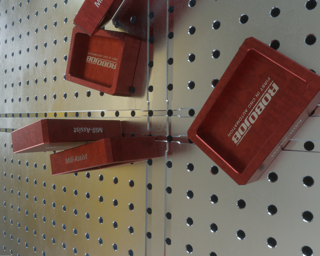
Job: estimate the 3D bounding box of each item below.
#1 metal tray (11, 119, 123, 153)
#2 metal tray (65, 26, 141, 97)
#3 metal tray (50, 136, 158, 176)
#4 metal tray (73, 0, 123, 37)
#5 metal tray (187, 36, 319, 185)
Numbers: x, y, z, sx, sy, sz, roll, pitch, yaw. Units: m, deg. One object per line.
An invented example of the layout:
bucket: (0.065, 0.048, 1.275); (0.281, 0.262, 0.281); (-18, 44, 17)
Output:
metal tray: (-0.131, 0.012, 0.450); (0.090, 0.131, 0.030); (-15, 81, 39)
metal tray: (-0.093, -0.106, 0.484); (0.130, 0.030, 0.089); (21, 103, 38)
metal tray: (-0.079, 0.039, 0.433); (0.130, 0.091, 0.030); (-16, 80, 39)
metal tray: (-0.060, -0.194, 0.420); (0.030, 0.090, 0.129); (36, 121, -13)
metal tray: (0.096, -0.016, 0.327); (0.090, 0.030, 0.129); (45, 117, 31)
